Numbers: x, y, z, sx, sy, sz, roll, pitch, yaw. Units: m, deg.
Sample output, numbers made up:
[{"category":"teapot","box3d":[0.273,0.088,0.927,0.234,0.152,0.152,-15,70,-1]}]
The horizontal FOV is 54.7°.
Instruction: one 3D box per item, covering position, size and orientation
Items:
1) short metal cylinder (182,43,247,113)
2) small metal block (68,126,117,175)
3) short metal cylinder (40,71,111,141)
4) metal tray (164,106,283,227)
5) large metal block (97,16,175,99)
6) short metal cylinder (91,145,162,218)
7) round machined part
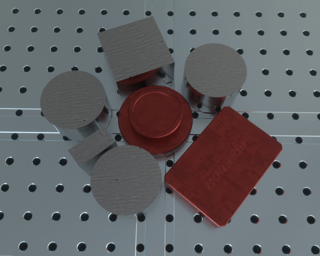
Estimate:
[{"category":"short metal cylinder","box3d":[0.072,-0.067,0.423,0.081,0.050,0.080,0,70,0]},{"category":"small metal block","box3d":[-0.080,0.029,0.386,0.050,0.050,0.025,-36,74,-12]},{"category":"short metal cylinder","box3d":[-0.108,-0.028,0.407,0.081,0.050,0.080,0,70,0]},{"category":"metal tray","box3d":[0.079,0.047,0.391,0.090,0.030,0.130,39,74,13]},{"category":"large metal block","box3d":[-0.033,-0.098,0.434,0.080,0.050,0.080,-20,71,-7]},{"category":"short metal cylinder","box3d":[-0.038,0.066,0.373,0.081,0.050,0.080,0,70,0]},{"category":"round machined part","box3d":[-0.006,-0.013,0.407,0.099,0.042,0.098,0,70,0]}]
